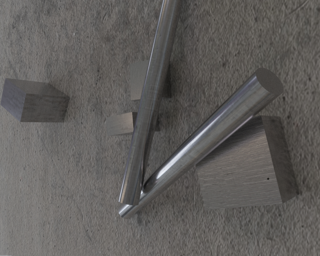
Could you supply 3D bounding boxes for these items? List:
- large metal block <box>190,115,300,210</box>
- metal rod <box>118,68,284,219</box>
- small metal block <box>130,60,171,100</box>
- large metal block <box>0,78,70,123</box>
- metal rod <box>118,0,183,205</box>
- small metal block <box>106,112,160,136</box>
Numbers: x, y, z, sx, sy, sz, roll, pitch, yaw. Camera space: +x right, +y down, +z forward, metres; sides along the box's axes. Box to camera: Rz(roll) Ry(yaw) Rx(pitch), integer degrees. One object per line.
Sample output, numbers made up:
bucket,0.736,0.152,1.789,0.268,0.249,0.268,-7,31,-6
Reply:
large metal block,0.085,0.036,0.319,0.080,0.050,0.080,-18,79,38
metal rod,0.016,0.042,0.336,0.298,0.025,0.025,-50,59,48
small metal block,-0.013,-0.063,0.416,0.050,0.025,0.050,-3,88,40
large metal block,-0.223,-0.049,0.553,0.080,0.081,0.050,30,109,36
metal rod,-0.006,-0.057,0.376,0.025,0.025,0.298,10,86,39
small metal block,-0.036,-0.005,0.419,0.050,0.050,0.025,-9,85,39
